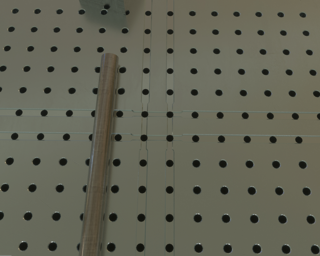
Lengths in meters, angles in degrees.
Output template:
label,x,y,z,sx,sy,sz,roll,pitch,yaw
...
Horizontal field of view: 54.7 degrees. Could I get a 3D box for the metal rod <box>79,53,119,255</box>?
label,x,y,z,sx,sy,sz,roll,pitch,yaw
metal rod,-0.077,0.039,0.396,0.025,0.025,0.299,2,70,0

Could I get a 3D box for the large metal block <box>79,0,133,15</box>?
label,x,y,z,sx,sy,sz,roll,pitch,yaw
large metal block,-0.078,-0.235,0.484,0.080,0.050,0.080,19,71,6
